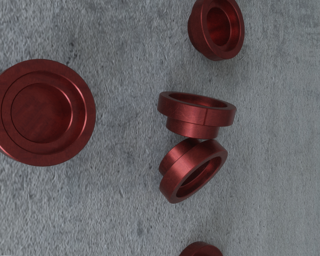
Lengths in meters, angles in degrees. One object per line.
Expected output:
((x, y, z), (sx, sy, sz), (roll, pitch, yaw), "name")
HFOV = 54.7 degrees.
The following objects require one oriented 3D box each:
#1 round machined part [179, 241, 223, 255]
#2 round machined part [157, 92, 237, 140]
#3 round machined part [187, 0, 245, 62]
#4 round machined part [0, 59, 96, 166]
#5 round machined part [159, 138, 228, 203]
((0.065, 0.220, 0.448), (0.099, 0.042, 0.097), (0, 90, -40), "round machined part")
((0.045, -0.016, 0.398), (0.099, 0.098, 0.042), (-3, 110, -40), "round machined part")
((0.079, -0.148, 0.459), (0.099, 0.042, 0.097), (0, 90, -40), "round machined part")
((-0.116, -0.014, 0.297), (0.099, 0.042, 0.097), (0, 90, -40), "round machined part")
((0.038, 0.050, 0.403), (0.099, 0.042, 0.098), (-32, 152, -20), "round machined part")
